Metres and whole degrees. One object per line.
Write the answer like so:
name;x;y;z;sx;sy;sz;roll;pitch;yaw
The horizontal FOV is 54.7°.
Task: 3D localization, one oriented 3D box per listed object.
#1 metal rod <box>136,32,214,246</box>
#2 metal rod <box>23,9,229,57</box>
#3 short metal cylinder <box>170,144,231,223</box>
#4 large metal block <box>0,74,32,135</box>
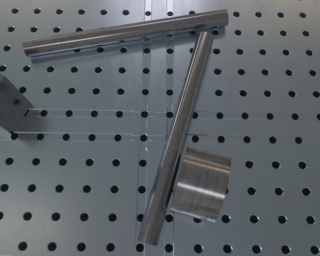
metal rod;0.026;0.000;0.412;0.025;0.025;0.299;15;71;5
metal rod;-0.047;-0.143;0.463;0.302;0.025;0.025;-10;71;-4
short metal cylinder;0.046;0.064;0.360;0.050;0.080;0.080;15;71;5
large metal block;-0.228;-0.040;0.396;0.080;0.080;0.050;22;72;7
